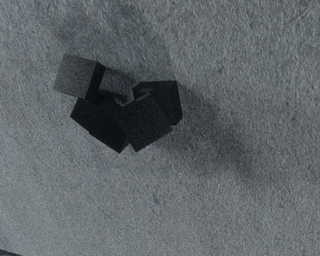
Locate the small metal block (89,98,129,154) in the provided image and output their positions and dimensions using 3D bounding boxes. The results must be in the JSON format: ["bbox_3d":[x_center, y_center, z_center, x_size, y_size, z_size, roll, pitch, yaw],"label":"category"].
[{"bbox_3d":[-0.059,-0.003,0.403,0.050,0.025,0.050,33,129,6],"label":"small metal block"}]

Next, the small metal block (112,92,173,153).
[{"bbox_3d":[-0.021,-0.007,0.365,0.050,0.025,0.050,-31,105,-3],"label":"small metal block"}]

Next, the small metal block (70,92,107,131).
[{"bbox_3d":[-0.094,-0.022,0.442,0.050,0.025,0.050,39,129,1],"label":"small metal block"}]

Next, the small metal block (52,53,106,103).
[{"bbox_3d":[-0.106,-0.066,0.406,0.050,0.025,0.050,17,89,17],"label":"small metal block"}]

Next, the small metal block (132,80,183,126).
[{"bbox_3d":[-0.002,-0.031,0.389,0.050,0.025,0.050,2,120,27],"label":"small metal block"}]
